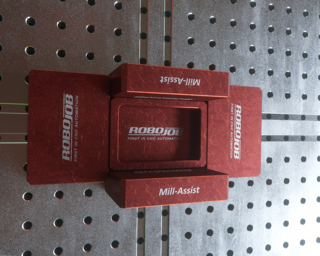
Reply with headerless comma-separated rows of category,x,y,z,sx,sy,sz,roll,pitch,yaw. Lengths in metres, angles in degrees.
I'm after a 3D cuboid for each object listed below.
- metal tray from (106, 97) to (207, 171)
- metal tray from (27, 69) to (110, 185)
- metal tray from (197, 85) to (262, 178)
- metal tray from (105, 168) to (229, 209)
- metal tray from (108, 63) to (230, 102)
metal tray,-0.003,0.008,0.407,0.131,0.030,0.089,1,90,-21
metal tray,-0.108,-0.001,0.370,0.091,0.030,0.129,1,90,-21
metal tray,0.101,0.005,0.447,0.091,0.030,0.129,1,90,-21
metal tray,0.006,0.068,0.380,0.131,0.090,0.030,1,90,-20
metal tray,0.007,-0.052,0.382,0.131,0.090,0.030,1,90,-20
